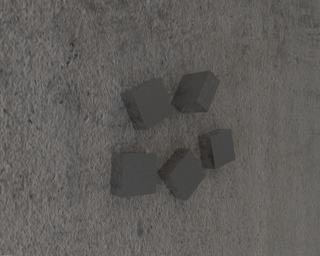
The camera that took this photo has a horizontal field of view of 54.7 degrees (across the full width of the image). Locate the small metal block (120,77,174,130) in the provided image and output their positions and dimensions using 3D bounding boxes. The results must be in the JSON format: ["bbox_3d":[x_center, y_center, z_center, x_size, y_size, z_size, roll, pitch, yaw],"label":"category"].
[{"bbox_3d":[-0.015,-0.031,0.391,0.050,0.025,0.050,-33,110,-35],"label":"small metal block"}]

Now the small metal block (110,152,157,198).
[{"bbox_3d":[-0.032,0.055,0.378,0.050,0.025,0.050,3,88,-40],"label":"small metal block"}]

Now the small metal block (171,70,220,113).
[{"bbox_3d":[0.049,-0.049,0.429,0.025,0.050,0.050,37,67,-34],"label":"small metal block"}]

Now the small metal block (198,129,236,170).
[{"bbox_3d":[0.088,0.031,0.478,0.050,0.025,0.050,-17,101,-39],"label":"small metal block"}]

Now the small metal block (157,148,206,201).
[{"bbox_3d":[0.031,0.064,0.430,0.050,0.025,0.050,-47,118,-30],"label":"small metal block"}]
